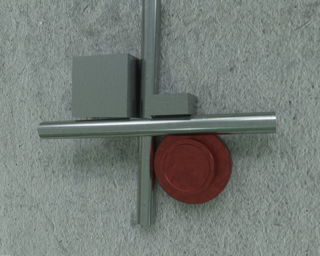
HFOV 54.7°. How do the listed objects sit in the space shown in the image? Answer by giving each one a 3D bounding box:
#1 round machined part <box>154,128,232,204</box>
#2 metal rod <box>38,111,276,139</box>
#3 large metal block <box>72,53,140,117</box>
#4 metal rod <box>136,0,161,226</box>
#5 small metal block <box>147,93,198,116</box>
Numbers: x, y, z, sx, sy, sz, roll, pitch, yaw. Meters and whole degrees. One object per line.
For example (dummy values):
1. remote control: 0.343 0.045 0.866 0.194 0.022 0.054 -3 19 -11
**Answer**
1. round machined part: 0.038 0.047 0.386 0.098 0.042 0.097 0 90 19
2. metal rod: -0.015 -0.001 0.388 0.301 0.025 0.025 -2 90 15
3. large metal block: -0.070 -0.054 0.420 0.080 0.050 0.079 1 90 19
4. metal rod: -0.015 -0.022 0.414 0.025 0.025 0.298 2 91 19
5. small metal block: 0.017 -0.028 0.390 0.050 0.050 0.025 -1 90 19
